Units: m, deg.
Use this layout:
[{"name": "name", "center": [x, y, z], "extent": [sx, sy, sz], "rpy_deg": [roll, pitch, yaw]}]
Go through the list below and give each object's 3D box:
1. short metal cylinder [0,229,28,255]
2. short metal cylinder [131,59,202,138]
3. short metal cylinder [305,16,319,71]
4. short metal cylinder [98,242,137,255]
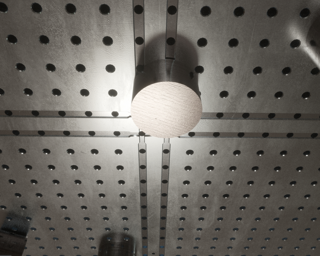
[{"name": "short metal cylinder", "center": [-0.287, 0.234, 0.570], "extent": [0.050, 0.080, 0.080], "rpy_deg": [25, 126, -20]}, {"name": "short metal cylinder", "center": [0.007, -0.034, 0.366], "extent": [0.081, 0.050, 0.079], "rpy_deg": [-1, 130, 0]}, {"name": "short metal cylinder", "center": [0.203, -0.087, 0.324], "extent": [0.081, 0.050, 0.079], "rpy_deg": [0, 130, 0]}, {"name": "short metal cylinder", "center": [-0.088, 0.276, 0.629], "extent": [0.081, 0.050, 0.079], "rpy_deg": [-1, 130, 0]}]
